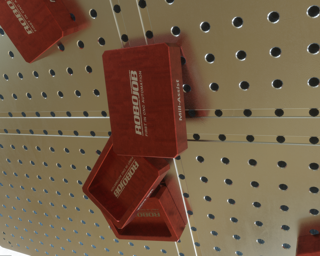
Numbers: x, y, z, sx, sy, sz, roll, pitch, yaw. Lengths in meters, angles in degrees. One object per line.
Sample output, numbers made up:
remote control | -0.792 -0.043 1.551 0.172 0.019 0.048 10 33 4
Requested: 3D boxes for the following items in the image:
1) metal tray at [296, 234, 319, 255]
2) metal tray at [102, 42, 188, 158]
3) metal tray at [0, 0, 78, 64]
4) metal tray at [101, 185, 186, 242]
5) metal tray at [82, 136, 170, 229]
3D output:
metal tray | 0.250 0.166 0.379 0.130 0.030 0.090 -30 102 38
metal tray | -0.018 -0.032 0.375 0.090 0.030 0.129 0 102 28
metal tray | -0.178 -0.161 0.403 0.090 0.030 0.130 -22 107 36
metal tray | -0.034 0.142 0.514 0.130 0.030 0.090 -11 113 33
metal tray | -0.054 0.075 0.457 0.090 0.030 0.129 41 120 15
